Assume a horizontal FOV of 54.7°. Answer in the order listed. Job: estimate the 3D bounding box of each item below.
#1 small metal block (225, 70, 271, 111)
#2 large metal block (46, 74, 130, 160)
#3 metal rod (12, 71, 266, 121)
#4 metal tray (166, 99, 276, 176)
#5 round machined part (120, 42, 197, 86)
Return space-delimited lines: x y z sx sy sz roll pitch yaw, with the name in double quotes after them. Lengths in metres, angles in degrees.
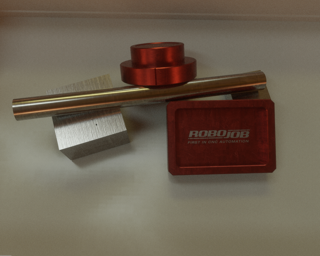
0.119 -0.048 0.427 0.050 0.025 0.050 -11 71 -4 "small metal block"
-0.090 -0.013 0.398 0.081 0.050 0.080 -17 71 -7 "large metal block"
-0.014 -0.041 0.375 0.302 0.025 0.025 -8 70 -11 "metal rod"
0.074 0.011 0.387 0.131 0.030 0.089 -1 89 -2 "metal tray"
-0.002 -0.086 0.399 0.099 0.098 0.042 -4 111 -2 "round machined part"
